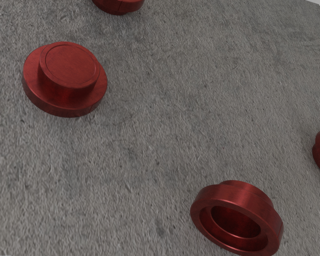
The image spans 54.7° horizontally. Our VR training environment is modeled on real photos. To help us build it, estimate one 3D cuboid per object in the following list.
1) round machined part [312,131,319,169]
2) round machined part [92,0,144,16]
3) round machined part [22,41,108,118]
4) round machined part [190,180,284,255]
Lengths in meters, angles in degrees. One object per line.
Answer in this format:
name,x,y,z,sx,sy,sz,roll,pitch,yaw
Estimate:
round machined part,0.301,0.046,0.526,0.099,0.042,0.098,14,56,-21
round machined part,-0.072,-0.217,0.486,0.099,0.042,0.098,14,56,-21
round machined part,-0.111,-0.064,0.373,0.099,0.042,0.098,14,56,-21
round machined part,0.087,0.096,0.345,0.098,0.097,0.042,39,51,-2
